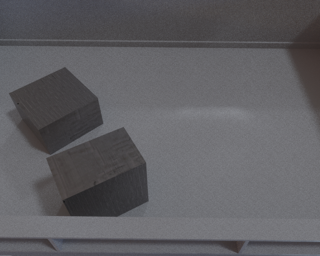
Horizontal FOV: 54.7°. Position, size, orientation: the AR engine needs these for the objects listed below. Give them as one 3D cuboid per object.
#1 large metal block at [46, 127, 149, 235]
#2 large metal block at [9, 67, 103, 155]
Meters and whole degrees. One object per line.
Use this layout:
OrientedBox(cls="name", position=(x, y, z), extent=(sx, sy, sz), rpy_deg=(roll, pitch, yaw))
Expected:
OrientedBox(cls="large metal block", position=(-0.060, 0.056, 0.322), extent=(0.081, 0.080, 0.050), rpy_deg=(-23, 54, -18))
OrientedBox(cls="large metal block", position=(-0.135, -0.025, 0.409), extent=(0.080, 0.050, 0.080), rpy_deg=(-34, 58, -25))
